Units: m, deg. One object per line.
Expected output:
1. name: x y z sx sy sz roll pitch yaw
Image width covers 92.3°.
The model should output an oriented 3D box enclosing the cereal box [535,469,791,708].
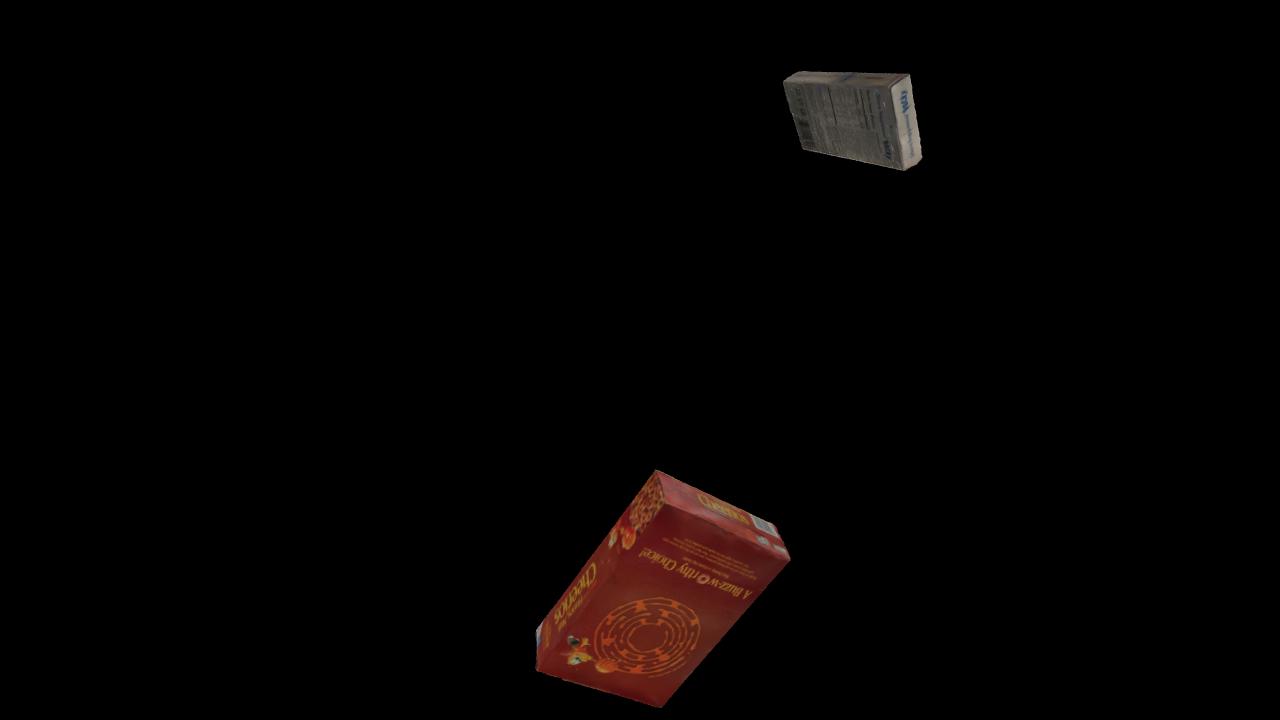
1. cereal box: 0.023 0.311 0.810 0.203 0.306 0.081 28 18 -20

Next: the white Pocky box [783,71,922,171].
1. white Pocky box: 0.207 -0.241 0.612 0.028 0.084 0.154 -35 35 -8
